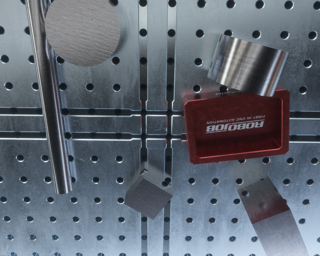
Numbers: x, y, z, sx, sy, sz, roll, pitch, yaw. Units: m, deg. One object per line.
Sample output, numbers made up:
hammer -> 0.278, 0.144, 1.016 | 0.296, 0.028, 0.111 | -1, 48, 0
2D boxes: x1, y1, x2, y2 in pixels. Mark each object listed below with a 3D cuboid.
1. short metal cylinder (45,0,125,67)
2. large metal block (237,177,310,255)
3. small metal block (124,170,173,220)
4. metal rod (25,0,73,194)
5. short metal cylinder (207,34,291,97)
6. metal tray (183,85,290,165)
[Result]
short metal cylinder -> -0.083, -0.115, 0.357 | 0.081, 0.050, 0.079 | 0, 110, 0
large metal block -> 0.155, 0.130, 0.433 | 0.050, 0.080, 0.080 | -25, 108, 9
small metal block -> -0.016, 0.097, 0.449 | 0.050, 0.025, 0.050 | 33, 107, -12
metal rod -> -0.141, -0.052, 0.392 | 0.025, 0.025, 0.298 | -1, 110, 0
short metal cylinder -> 0.101, -0.074, 0.358 | 0.080, 0.080, 0.050 | 13, 110, -5
metal tray -> 0.100, -0.004, 0.409 | 0.131, 0.030, 0.089 | -7, 110, 2
